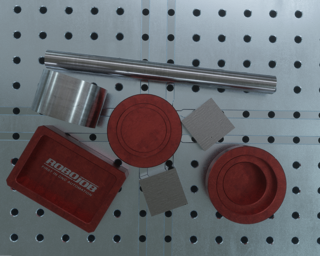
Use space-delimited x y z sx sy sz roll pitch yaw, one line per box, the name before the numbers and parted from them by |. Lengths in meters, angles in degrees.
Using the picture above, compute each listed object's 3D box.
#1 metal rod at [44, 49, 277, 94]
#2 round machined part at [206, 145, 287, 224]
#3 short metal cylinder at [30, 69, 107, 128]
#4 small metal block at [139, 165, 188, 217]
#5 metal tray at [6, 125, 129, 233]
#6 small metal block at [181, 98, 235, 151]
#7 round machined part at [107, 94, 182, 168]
metal rod | 0.001 -0.075 0.413 0.302 0.025 0.025 7 90 0
round machined part | 0.109 0.071 0.406 0.099 0.042 0.097 0 90 0
short metal cylinder | -0.111 -0.035 0.385 0.080 0.080 0.050 18 90 0
small metal block | 0.005 0.083 0.413 0.050 0.025 0.050 -19 90 0
metal tray | -0.120 0.065 0.409 0.130 0.030 0.090 31 90 0
small metal block | 0.062 -0.005 0.414 0.050 0.025 0.050 -38 90 0
round machined part | -0.020 0.003 0.404 0.099 0.042 0.097 0 87 0
